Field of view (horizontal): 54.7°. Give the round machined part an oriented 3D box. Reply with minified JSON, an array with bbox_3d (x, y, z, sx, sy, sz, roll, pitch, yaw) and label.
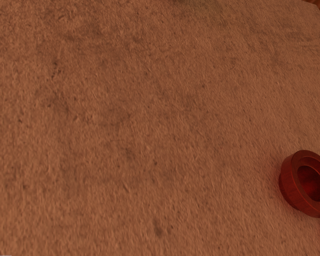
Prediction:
[{"bbox_3d":[0.218,0.085,0.461,0.099,0.042,0.098,14,56,-21],"label":"round machined part"}]
